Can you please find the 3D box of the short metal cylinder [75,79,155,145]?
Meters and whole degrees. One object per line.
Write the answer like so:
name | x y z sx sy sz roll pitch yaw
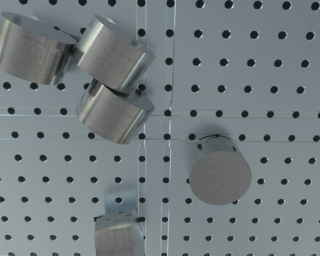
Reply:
short metal cylinder | -0.054 -0.025 0.374 0.080 0.080 0.050 32 107 -11

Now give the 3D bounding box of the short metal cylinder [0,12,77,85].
short metal cylinder | -0.142 -0.089 0.349 0.080 0.080 0.050 24 108 -9

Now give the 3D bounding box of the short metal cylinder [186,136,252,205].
short metal cylinder | 0.078 0.057 0.422 0.081 0.050 0.079 0 110 -1

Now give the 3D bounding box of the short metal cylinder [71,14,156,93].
short metal cylinder | -0.052 -0.083 0.353 0.080 0.080 0.050 33 107 -12

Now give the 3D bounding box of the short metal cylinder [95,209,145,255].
short metal cylinder | -0.056 0.160 0.442 0.050 0.080 0.079 -12 110 4
